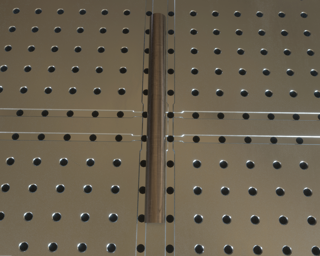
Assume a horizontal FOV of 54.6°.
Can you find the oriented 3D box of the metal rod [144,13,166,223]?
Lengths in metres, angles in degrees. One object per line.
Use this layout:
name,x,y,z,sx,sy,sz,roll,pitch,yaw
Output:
metal rod,-0.005,-0.027,0.422,0.025,0.025,0.299,1,70,0
